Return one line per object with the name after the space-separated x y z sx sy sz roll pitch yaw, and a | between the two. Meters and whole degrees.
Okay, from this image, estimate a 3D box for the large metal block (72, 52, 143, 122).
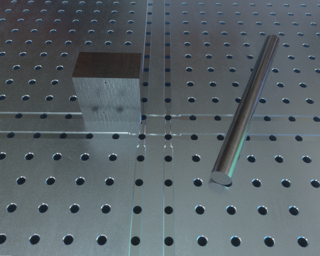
-0.065 -0.053 0.416 0.081 0.080 0.050 1 50 0 | large metal block

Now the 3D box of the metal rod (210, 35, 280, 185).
0.133 -0.046 0.448 0.025 0.025 0.301 19 52 15 | metal rod
